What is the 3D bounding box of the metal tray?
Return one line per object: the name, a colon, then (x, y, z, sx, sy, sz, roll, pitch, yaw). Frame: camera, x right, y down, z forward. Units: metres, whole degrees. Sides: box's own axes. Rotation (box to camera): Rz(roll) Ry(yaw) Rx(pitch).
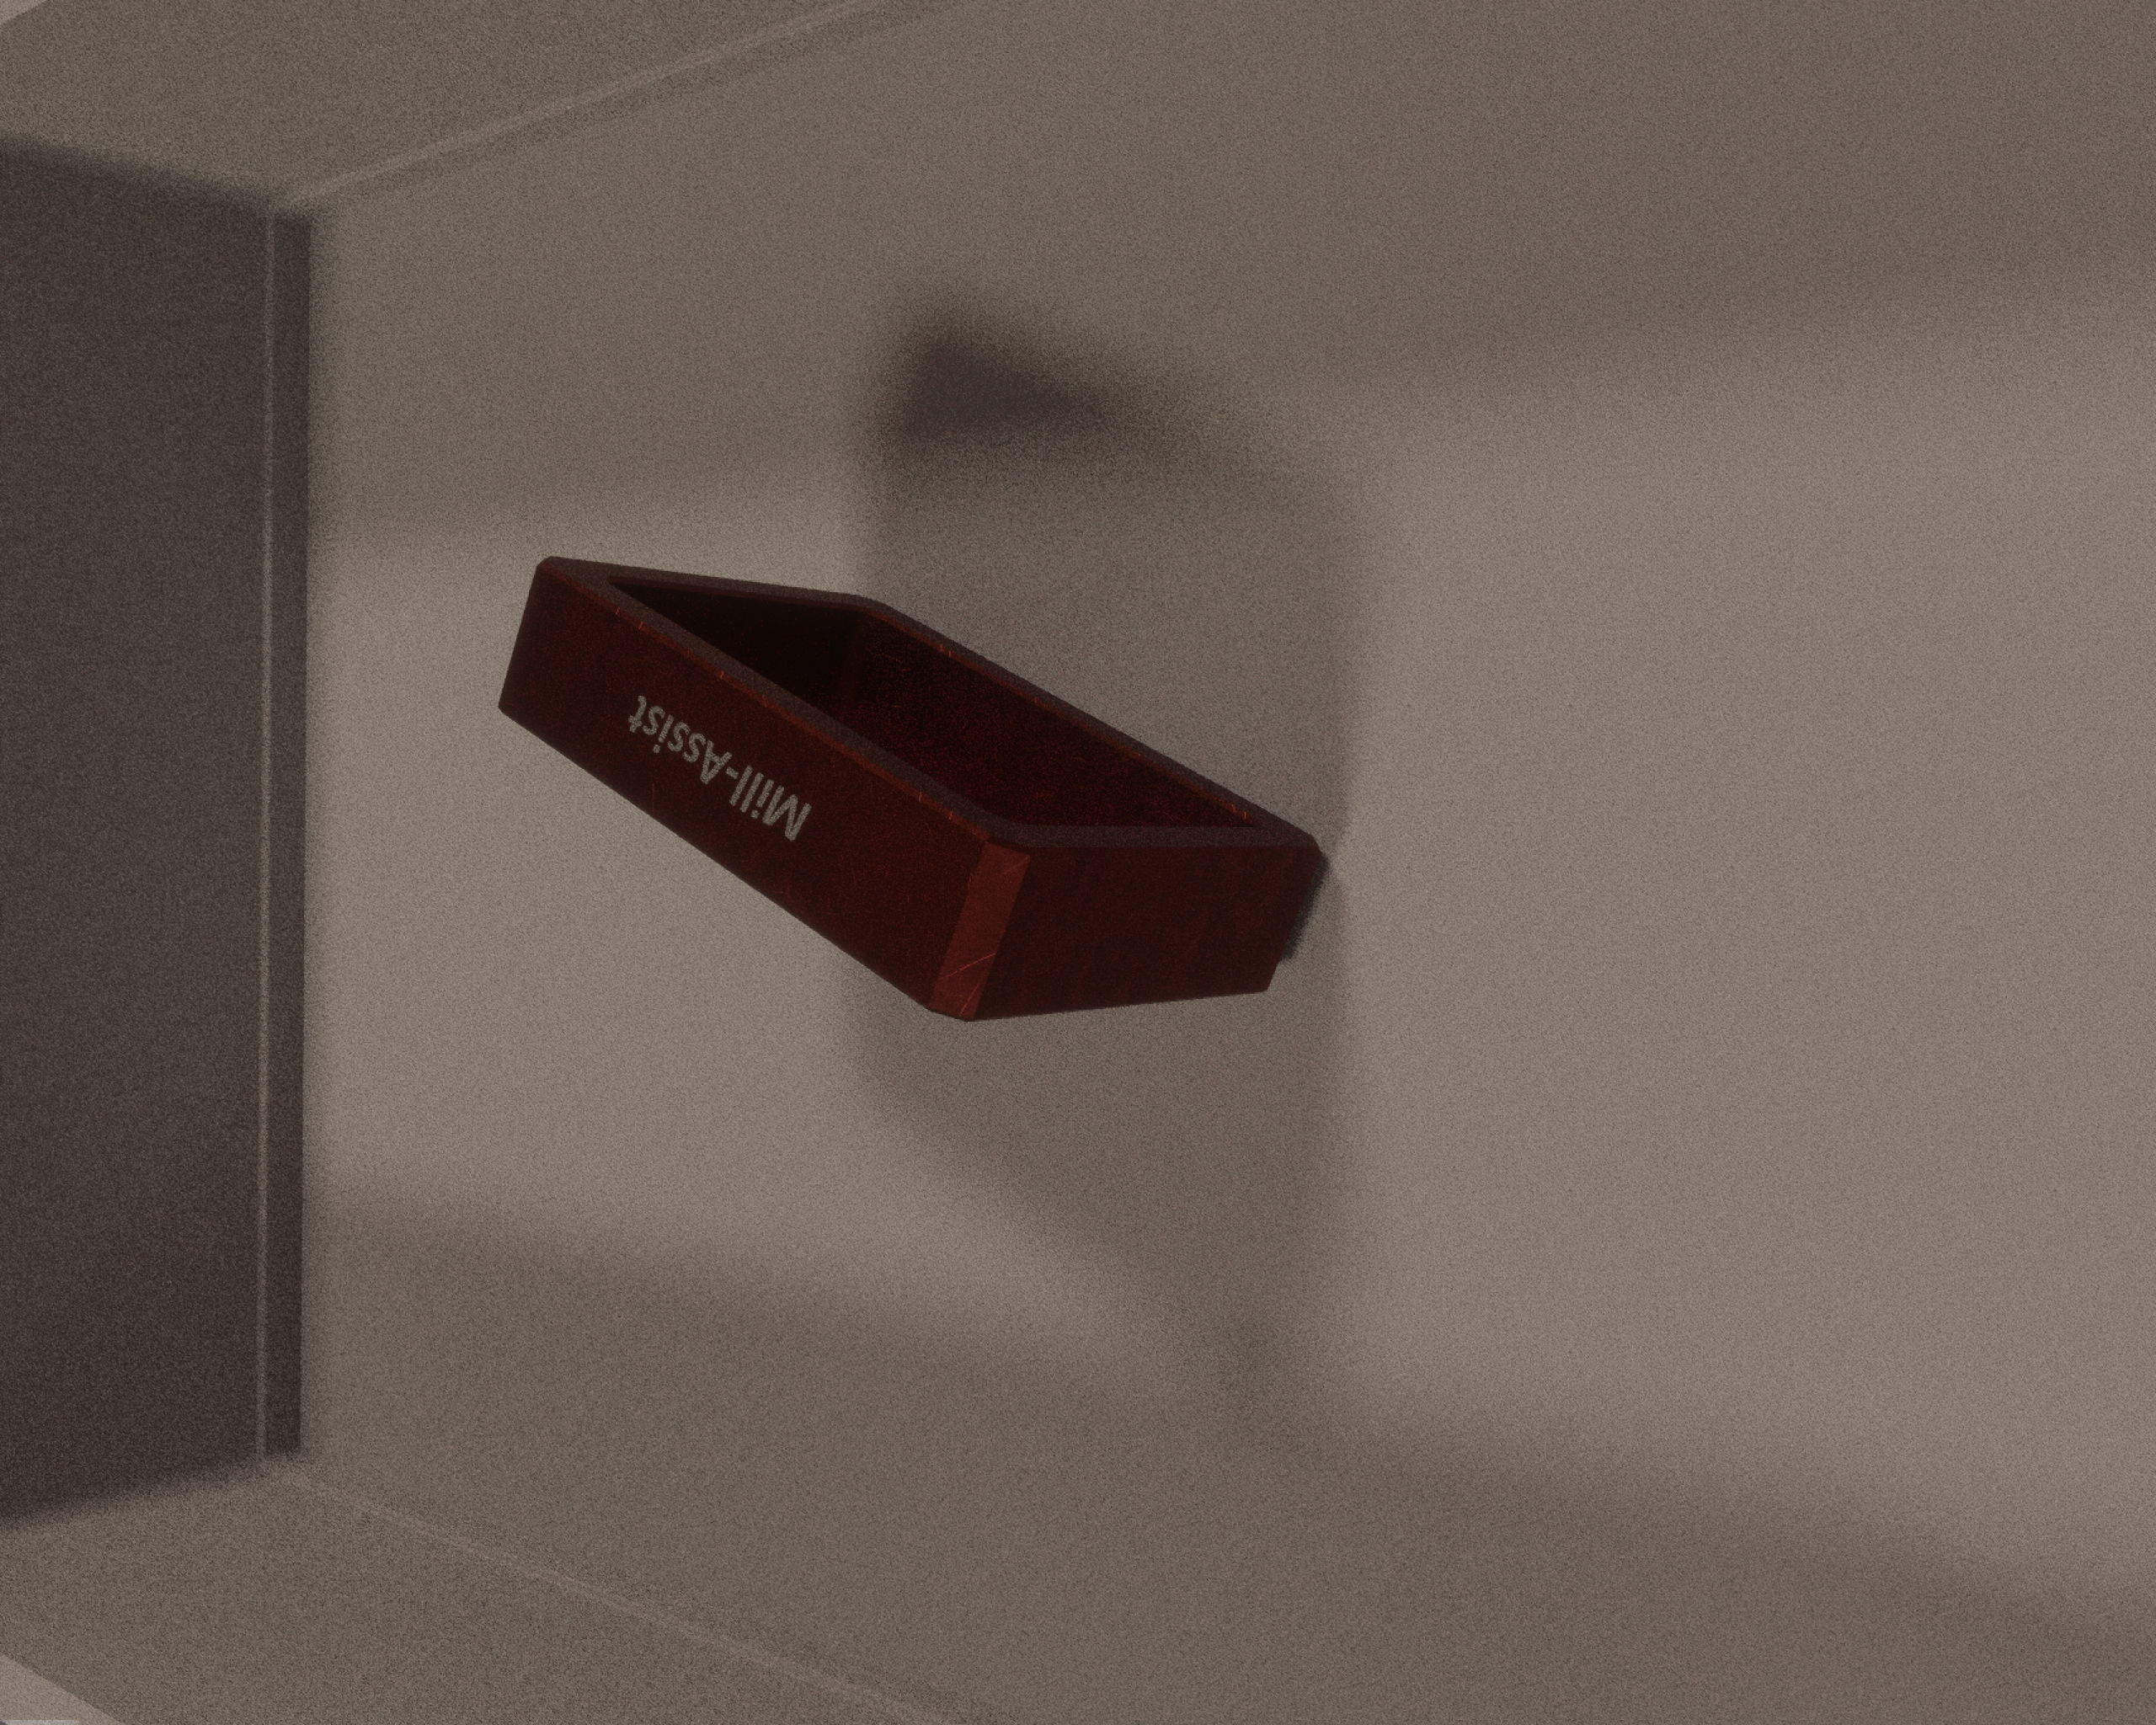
metal tray: (-0.032, -0.016, 0.384, 0.130, 0.091, 0.030, 31, 109, 35)
